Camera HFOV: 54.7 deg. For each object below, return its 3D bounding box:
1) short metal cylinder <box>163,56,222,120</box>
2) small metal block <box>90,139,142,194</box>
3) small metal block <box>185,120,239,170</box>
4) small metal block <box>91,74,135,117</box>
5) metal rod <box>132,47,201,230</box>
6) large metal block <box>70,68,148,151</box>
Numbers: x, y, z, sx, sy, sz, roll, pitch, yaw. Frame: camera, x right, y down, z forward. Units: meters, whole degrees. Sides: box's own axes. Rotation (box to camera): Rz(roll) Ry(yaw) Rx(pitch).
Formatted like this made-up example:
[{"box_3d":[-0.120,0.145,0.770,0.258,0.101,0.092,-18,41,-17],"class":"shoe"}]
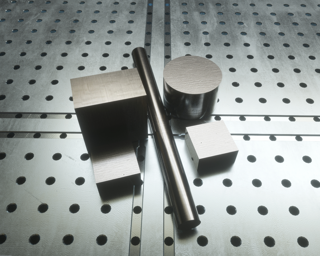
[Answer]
[{"box_3d":[0.044,-0.058,0.440,0.081,0.050,0.080,0,50,0],"class":"short metal cylinder"},{"box_3d":[-0.053,0.045,0.369,0.050,0.025,0.050,-12,51,-10],"class":"small metal block"},{"box_3d":[0.064,0.021,0.391,0.050,0.025,0.050,-11,51,-10],"class":"small metal block"},{"box_3d":[-0.068,-0.048,0.447,0.050,0.025,0.050,-13,51,-12],"class":"small metal block"},{"box_3d":[-0.002,-0.011,0.416,0.025,0.025,0.300,-9,51,-8],"class":"metal rod"},{"box_3d":[-0.061,-0.022,0.388,0.081,0.080,0.050,-12,51,-10],"class":"large metal block"}]
